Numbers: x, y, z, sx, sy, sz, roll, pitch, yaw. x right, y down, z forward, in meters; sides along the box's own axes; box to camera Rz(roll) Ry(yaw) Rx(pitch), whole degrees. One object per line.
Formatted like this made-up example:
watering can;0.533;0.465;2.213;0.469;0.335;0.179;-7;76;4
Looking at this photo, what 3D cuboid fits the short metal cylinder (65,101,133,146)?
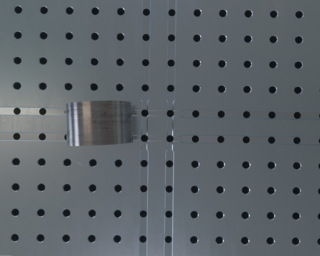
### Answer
short metal cylinder;-0.075;-0.005;0.385;0.080;0.080;0.050;-3;90;0
